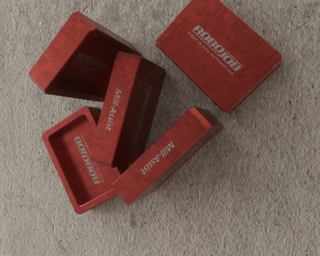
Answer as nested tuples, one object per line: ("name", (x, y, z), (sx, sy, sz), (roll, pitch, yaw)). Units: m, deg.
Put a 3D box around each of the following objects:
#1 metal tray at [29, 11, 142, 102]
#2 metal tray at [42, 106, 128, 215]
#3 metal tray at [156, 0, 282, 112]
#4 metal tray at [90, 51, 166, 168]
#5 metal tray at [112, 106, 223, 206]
("metal tray", (-0.084, -0.079, 0.383), (0.030, 0.130, 0.090), (45, 104, 14))
("metal tray", (-0.103, 0.045, 0.442), (0.090, 0.030, 0.130), (-30, 81, 17))
("metal tray", (0.070, -0.094, 0.382), (0.090, 0.030, 0.130), (-46, 76, 14))
("metal tray", (-0.036, -0.021, 0.387), (0.030, 0.090, 0.129), (17, 96, 19))
("metal tray", (0.013, 0.032, 0.370), (0.130, 0.090, 0.030), (-45, 76, 14))
